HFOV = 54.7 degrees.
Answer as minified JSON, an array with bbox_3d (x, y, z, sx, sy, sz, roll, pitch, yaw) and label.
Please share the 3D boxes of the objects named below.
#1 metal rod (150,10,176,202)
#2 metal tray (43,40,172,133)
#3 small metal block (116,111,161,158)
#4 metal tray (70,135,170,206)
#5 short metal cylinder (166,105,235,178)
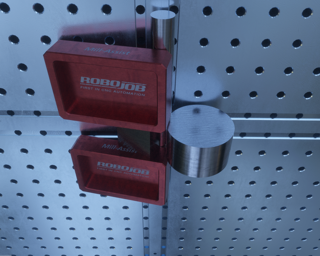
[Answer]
[{"bbox_3d":[0.002,0.000,0.406,0.025,0.025,0.298,0,130,0],"label":"metal rod"},{"bbox_3d":[-0.054,-0.045,0.346,0.131,0.030,0.089,8,131,9],"label":"metal tray"},{"bbox_3d":[-0.027,0.004,0.396,0.050,0.025,0.050,22,135,23],"label":"small metal block"},{"bbox_3d":[-0.053,0.061,0.437,0.131,0.030,0.089,8,131,9],"label":"metal tray"},{"bbox_3d":[0.048,0.015,0.384,0.081,0.080,0.050,0,130,0],"label":"short metal cylinder"}]
